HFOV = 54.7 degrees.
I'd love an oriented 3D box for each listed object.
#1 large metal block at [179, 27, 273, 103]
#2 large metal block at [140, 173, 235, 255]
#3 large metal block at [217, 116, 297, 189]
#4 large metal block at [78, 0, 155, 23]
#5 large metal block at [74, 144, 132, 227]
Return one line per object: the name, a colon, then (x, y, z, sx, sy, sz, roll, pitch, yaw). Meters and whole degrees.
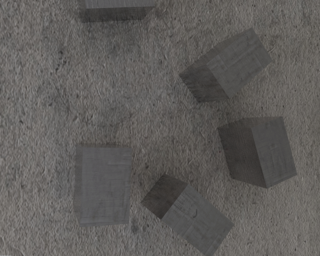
large metal block: (0.084, -0.079, 0.410, 0.080, 0.080, 0.050, -40, 103, -15)
large metal block: (0.031, 0.107, 0.391, 0.080, 0.080, 0.050, 43, 77, -15)
large metal block: (0.131, 0.030, 0.428, 0.050, 0.080, 0.080, -19, 97, -19)
large metal block: (-0.058, -0.177, 0.374, 0.081, 0.050, 0.080, -10, 94, -20)
large metal block: (-0.068, 0.060, 0.355, 0.050, 0.080, 0.080, 2, 89, -20)
